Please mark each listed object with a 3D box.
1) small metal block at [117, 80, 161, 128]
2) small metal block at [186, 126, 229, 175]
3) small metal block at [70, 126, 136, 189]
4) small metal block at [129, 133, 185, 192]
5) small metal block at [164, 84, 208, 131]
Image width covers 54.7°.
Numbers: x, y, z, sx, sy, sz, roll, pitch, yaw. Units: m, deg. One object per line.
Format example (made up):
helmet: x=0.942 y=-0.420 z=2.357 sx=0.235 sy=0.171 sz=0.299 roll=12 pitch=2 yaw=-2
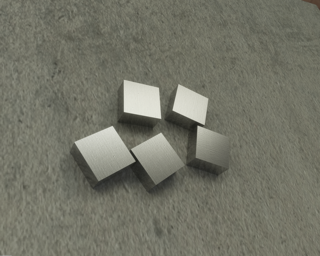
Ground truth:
small metal block: x=-0.028 y=-0.031 z=0.409 sx=0.050 sy=0.025 sz=0.050 roll=10 pitch=57 yaw=-23
small metal block: x=0.065 y=0.031 z=0.422 sx=0.050 sy=0.025 sz=0.050 roll=20 pitch=54 yaw=-17
small metal block: x=-0.065 y=0.032 z=0.350 sx=0.050 sy=0.025 sz=0.050 roll=-26 pitch=76 yaw=-37
small metal block: x=-0.007 y=0.041 z=0.377 sx=0.050 sy=0.025 sz=0.050 roll=-28 pitch=78 yaw=-38
small metal block: x=0.039 y=-0.028 z=0.443 sx=0.050 sy=0.025 sz=0.050 roll=24 pitch=53 yaw=-14
